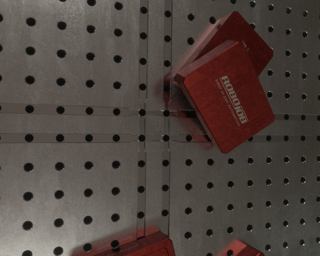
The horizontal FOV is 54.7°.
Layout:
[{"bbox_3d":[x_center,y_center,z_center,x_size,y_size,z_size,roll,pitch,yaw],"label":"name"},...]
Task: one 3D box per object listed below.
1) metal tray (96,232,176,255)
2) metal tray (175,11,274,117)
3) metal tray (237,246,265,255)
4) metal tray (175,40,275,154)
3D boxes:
[{"bbox_3d":[-0.040,0.200,0.396,0.131,0.030,0.089,-14,95,-20],"label":"metal tray"},{"bbox_3d":[0.095,-0.090,0.446,0.090,0.030,0.130,42,77,-16],"label":"metal tray"},{"bbox_3d":[0.115,0.251,0.455,0.131,0.030,0.090,-34,101,-17],"label":"metal tray"},{"bbox_3d":[0.091,-0.040,0.418,0.090,0.030,0.130,-34,116,-3],"label":"metal tray"}]
